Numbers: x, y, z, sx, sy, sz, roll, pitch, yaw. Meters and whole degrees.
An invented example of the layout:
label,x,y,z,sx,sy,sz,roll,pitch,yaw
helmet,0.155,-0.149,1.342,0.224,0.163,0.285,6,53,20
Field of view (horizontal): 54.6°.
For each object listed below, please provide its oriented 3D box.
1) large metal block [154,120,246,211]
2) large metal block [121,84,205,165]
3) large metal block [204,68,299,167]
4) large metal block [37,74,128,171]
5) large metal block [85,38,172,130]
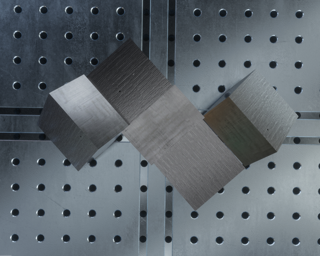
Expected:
label,x,y,z,sx,sy,sz,roll,pitch,yaw
large metal block,0.047,0.045,0.401,0.080,0.050,0.080,-41,89,0
large metal block,0.003,-0.004,0.385,0.080,0.080,0.050,-42,91,0
large metal block,0.112,-0.014,0.380,0.080,0.050,0.080,49,50,-1
large metal block,-0.096,-0.004,0.378,0.080,0.080,0.050,49,51,0
large metal block,-0.039,-0.054,0.400,0.080,0.050,0.080,-42,91,1
